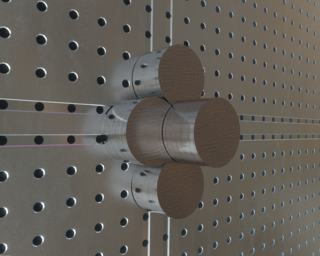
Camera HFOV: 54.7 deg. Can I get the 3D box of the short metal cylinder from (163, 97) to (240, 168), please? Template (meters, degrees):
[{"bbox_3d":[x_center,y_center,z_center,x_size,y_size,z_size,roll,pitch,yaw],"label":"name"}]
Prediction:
[{"bbox_3d":[0.050,0.005,0.368,0.081,0.050,0.079,0,90,-40],"label":"short metal cylinder"}]

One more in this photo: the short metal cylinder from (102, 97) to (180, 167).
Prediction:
[{"bbox_3d":[-0.021,0.004,0.374,0.081,0.050,0.079,0,90,-40],"label":"short metal cylinder"}]

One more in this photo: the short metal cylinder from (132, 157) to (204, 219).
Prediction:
[{"bbox_3d":[0.011,0.073,0.401,0.081,0.050,0.080,2,87,-40],"label":"short metal cylinder"}]

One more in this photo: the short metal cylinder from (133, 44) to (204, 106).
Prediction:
[{"bbox_3d":[0.012,-0.063,0.402,0.081,0.050,0.079,0,90,-41],"label":"short metal cylinder"}]

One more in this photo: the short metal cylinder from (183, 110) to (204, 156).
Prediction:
[{"bbox_3d":[0.045,0.005,0.429,0.081,0.050,0.079,0,90,-40],"label":"short metal cylinder"}]
